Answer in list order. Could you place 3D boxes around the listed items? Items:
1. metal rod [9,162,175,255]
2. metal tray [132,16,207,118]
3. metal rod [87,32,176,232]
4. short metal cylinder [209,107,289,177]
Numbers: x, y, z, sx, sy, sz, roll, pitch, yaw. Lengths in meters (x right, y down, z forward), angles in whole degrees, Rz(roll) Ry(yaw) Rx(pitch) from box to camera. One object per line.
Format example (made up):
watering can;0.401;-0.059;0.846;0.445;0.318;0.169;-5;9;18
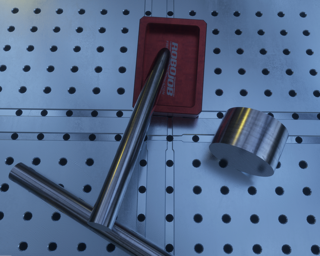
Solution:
metal rod;-0.050;0.125;0.365;0.301;0.025;0.025;28;73;10
metal tray;0.014;-0.082;0.423;0.091;0.030;0.129;4;84;1
metal rod;-0.020;-0.023;0.384;0.025;0.025;0.300;15;57;5
short metal cylinder;0.107;0.018;0.377;0.080;0.080;0.050;26;72;9
